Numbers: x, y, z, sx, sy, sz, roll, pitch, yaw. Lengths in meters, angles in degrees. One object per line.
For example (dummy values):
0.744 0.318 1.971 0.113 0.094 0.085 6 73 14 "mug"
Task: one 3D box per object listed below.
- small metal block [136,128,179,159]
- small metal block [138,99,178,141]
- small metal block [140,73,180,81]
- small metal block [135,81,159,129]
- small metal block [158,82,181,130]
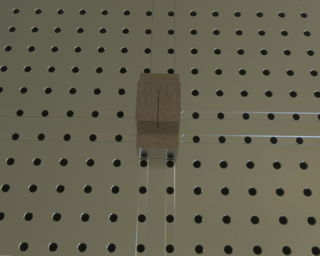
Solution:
-0.003 0.021 0.391 0.050 0.050 0.025 1 70 1 "small metal block"
-0.002 -0.010 0.415 0.050 0.025 0.050 1 70 2 "small metal block"
-0.001 -0.050 0.416 0.050 0.050 0.025 2 70 1 "small metal block"
-0.015 -0.023 0.380 0.025 0.050 0.050 2 70 1 "small metal block"
0.012 -0.023 0.380 0.025 0.050 0.050 1 70 2 "small metal block"
